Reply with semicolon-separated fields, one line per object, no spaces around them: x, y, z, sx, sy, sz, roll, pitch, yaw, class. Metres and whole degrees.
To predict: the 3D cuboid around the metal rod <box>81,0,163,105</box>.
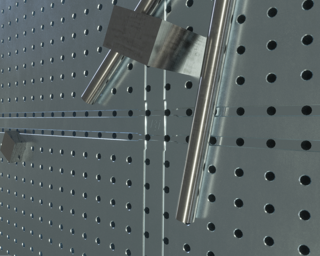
-0.031;-0.148;0.432;0.298;0.025;0.025;-50;61;28;metal rod

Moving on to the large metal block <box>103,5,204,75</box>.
-0.008;-0.106;0.378;0.080;0.081;0.050;31;109;35;large metal block

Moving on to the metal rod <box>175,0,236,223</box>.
0.055;-0.034;0.362;0.025;0.025;0.298;15;100;38;metal rod

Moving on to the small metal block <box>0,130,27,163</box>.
-0.316;0.039;0.665;0.050;0.025;0.050;37;112;33;small metal block
